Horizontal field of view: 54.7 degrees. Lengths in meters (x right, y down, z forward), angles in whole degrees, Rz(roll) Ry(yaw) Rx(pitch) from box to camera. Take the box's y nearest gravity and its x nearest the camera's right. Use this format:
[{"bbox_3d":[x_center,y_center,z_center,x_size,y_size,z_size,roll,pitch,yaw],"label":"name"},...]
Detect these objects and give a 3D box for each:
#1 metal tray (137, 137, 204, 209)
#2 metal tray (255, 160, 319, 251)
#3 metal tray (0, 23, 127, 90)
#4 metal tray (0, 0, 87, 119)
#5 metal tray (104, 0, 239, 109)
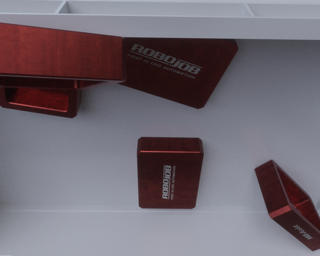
[{"bbox_3d":[0.013,0.071,0.467,0.091,0.030,0.129,1,130,-1],"label":"metal tray"},{"bbox_3d":[0.200,0.117,0.467,0.030,0.090,0.130,-36,122,26],"label":"metal tray"},{"bbox_3d":[-0.091,-0.050,0.250,0.091,0.130,0.030,-1,94,-26],"label":"metal tray"},{"bbox_3d":[-0.132,-0.075,0.340,0.091,0.030,0.129,9,130,-8],"label":"metal tray"},{"bbox_3d":[0.005,-0.079,0.338,0.131,0.030,0.089,16,128,-14],"label":"metal tray"}]
